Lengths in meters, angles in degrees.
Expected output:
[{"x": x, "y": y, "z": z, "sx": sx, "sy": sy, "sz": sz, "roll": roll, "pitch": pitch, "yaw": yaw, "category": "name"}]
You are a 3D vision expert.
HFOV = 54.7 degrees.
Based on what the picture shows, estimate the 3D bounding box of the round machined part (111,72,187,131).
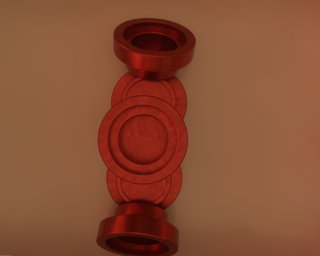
[{"x": -0.014, "y": -0.033, "z": 0.401, "sx": 0.099, "sy": 0.042, "sz": 0.097, "roll": 0, "pitch": 90, "yaw": -1, "category": "round machined part"}]

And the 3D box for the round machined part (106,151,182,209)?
[{"x": -0.020, "y": 0.065, "z": 0.401, "sx": 0.099, "sy": 0.042, "sz": 0.097, "roll": 0, "pitch": 90, "yaw": -1, "category": "round machined part"}]

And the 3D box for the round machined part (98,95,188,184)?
[{"x": -0.018, "y": 0.013, "z": 0.358, "sx": 0.099, "sy": 0.042, "sz": 0.097, "roll": 0, "pitch": 90, "yaw": -1, "category": "round machined part"}]

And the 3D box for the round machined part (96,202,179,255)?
[{"x": -0.026, "y": 0.126, "z": 0.383, "sx": 0.099, "sy": 0.097, "sz": 0.042, "roll": 6, "pitch": 53, "yaw": -1, "category": "round machined part"}]

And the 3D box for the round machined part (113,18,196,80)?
[{"x": -0.008, "y": -0.095, "z": 0.383, "sx": 0.099, "sy": 0.098, "sz": 0.042, "roll": 7, "pitch": 132, "yaw": -1, "category": "round machined part"}]
